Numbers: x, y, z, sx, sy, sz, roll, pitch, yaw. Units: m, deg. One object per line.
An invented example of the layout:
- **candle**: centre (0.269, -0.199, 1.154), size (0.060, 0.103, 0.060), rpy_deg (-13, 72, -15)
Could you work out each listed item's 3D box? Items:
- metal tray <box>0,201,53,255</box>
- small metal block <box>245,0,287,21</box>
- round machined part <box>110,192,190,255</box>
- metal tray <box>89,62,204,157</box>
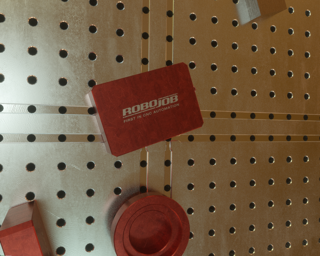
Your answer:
- **metal tray**: centre (-0.131, 0.152, 0.330), size (0.030, 0.090, 0.129), rpy_deg (-17, 96, -19)
- **small metal block**: centre (0.159, -0.197, 0.470), size (0.050, 0.025, 0.050), rpy_deg (-20, 97, -19)
- **round machined part**: centre (-0.015, 0.131, 0.398), size (0.099, 0.042, 0.097), rpy_deg (0, 90, -20)
- **metal tray**: centre (-0.016, -0.026, 0.404), size (0.131, 0.030, 0.090), rpy_deg (-19, 96, -19)
